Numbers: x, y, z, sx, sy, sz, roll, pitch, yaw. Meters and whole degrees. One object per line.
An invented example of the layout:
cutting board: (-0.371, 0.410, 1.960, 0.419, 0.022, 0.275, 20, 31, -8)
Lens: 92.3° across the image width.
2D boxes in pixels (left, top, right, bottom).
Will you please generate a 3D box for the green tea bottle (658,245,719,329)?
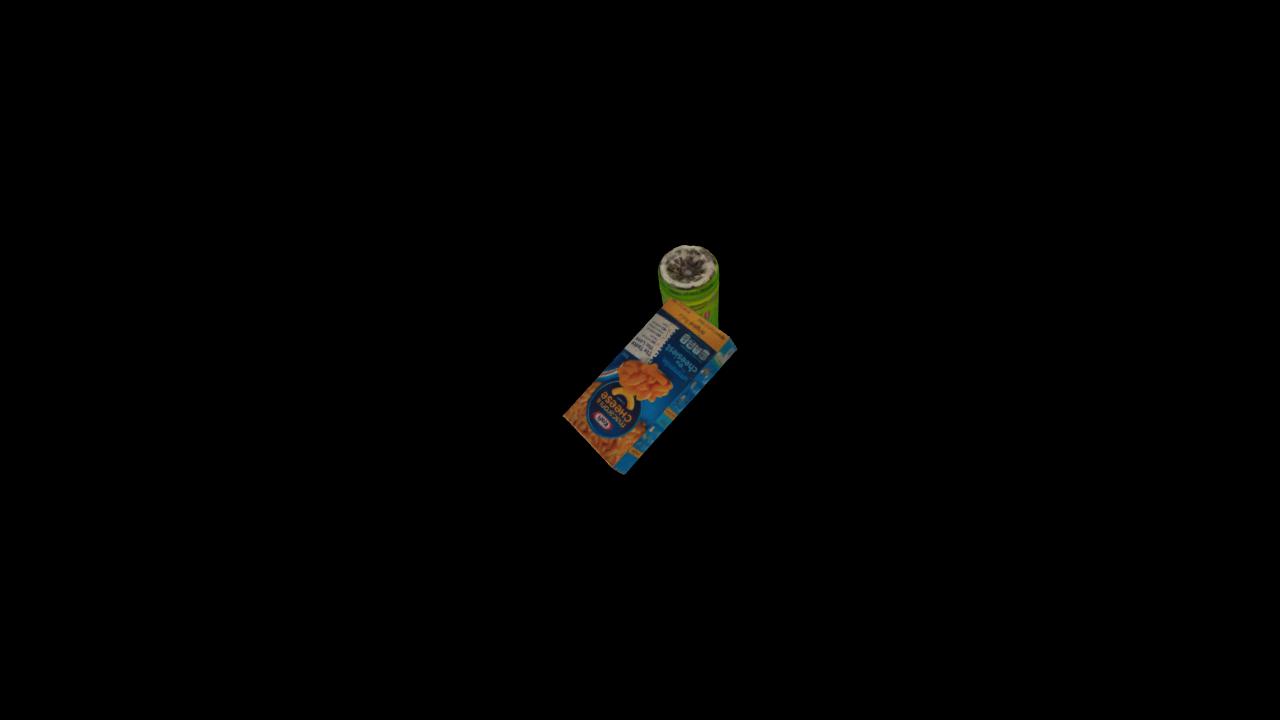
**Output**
green tea bottle: (0.065, -0.046, 0.764, 0.073, 0.073, 0.212, 0, -34, 10)

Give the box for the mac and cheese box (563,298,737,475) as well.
mac and cheese box: (0.010, 0.025, 0.673, 0.093, 0.184, 0.041, 41, -3, 31)
